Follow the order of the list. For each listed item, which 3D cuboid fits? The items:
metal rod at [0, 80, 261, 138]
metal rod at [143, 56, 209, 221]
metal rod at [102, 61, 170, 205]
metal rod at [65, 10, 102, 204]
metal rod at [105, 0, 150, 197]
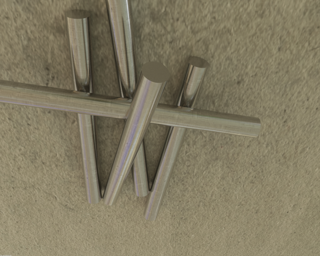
[{"bbox_3d":[-0.032,-0.021,0.354,0.302,0.025,0.025,8,130,-8],"label":"metal rod"},{"bbox_3d":[0.013,0.038,0.439,0.025,0.025,0.298,8,130,-8],"label":"metal rod"},{"bbox_3d":[-0.043,0.033,0.386,0.025,0.025,0.298,12,144,-10],"label":"metal rod"},{"bbox_3d":[-0.094,-0.001,0.405,0.025,0.025,0.298,3,130,-3],"label":"metal rod"},{"bbox_3d":[-0.035,-0.014,0.394,0.025,0.025,0.298,-2,130,1],"label":"metal rod"}]
